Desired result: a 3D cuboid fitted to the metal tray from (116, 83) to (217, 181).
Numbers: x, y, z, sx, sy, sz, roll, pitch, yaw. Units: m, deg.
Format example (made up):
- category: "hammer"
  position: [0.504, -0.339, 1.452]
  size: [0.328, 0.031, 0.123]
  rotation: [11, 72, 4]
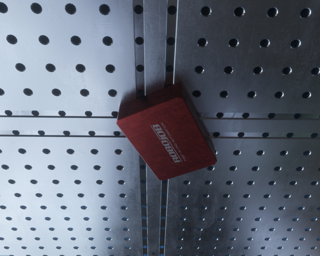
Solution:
- category: "metal tray"
  position: [0.013, 0.011, 0.418]
  size: [0.090, 0.030, 0.130]
  rotation: [-21, 128, 16]
